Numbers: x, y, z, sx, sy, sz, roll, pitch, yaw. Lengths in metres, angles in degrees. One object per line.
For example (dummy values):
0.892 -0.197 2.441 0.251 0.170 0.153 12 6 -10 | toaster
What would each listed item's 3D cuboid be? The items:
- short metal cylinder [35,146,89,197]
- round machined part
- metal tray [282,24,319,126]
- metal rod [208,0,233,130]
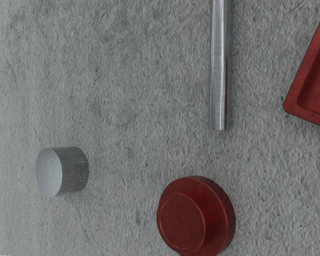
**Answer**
-0.166 0.072 0.522 0.080 0.050 0.079 0 90 39 | short metal cylinder
0.035 0.107 0.364 0.098 0.042 0.097 0 90 39 | round machined part
0.181 -0.031 0.251 0.130 0.030 0.089 30 109 35 | metal tray
0.069 -0.147 0.346 0.025 0.025 0.298 2 91 39 | metal rod
